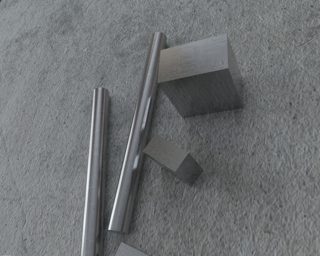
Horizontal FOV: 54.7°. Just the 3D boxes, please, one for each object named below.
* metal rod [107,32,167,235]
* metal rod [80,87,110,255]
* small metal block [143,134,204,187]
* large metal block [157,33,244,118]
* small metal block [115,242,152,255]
[{"bbox_3d":[-0.025,-0.012,0.422,0.025,0.025,0.299,-4,60,26],"label":"metal rod"},{"bbox_3d":[-0.083,0.070,0.402,0.025,0.025,0.299,-16,55,19],"label":"metal rod"},{"bbox_3d":[0.016,0.038,0.356,0.050,0.050,0.025,29,78,37],"label":"small metal block"},{"bbox_3d":[0.052,-0.059,0.377,0.080,0.080,0.050,-9,58,23],"label":"large metal block"},{"bbox_3d":[-0.026,0.154,0.322,0.050,0.025,0.050,13,68,33],"label":"small metal block"}]
